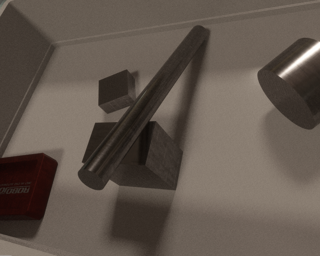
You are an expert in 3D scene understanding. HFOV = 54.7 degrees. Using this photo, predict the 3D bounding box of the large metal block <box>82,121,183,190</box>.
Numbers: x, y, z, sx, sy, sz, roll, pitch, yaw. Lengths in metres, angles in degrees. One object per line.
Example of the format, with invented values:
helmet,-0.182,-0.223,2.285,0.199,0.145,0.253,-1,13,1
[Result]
large metal block,-0.028,0.034,0.363,0.080,0.080,0.050,-1,62,27

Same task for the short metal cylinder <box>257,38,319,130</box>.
short metal cylinder,0.148,-0.045,0.320,0.050,0.080,0.080,-39,51,2

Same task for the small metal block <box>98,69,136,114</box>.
small metal block,-0.065,-0.055,0.472,0.050,0.025,0.050,-18,55,17

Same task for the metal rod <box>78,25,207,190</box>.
metal rod,0.001,-0.049,0.359,0.025,0.025,0.301,1,38,28

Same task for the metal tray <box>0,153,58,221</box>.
metal tray,-0.223,0.089,0.461,0.130,0.030,0.090,-8,58,23
